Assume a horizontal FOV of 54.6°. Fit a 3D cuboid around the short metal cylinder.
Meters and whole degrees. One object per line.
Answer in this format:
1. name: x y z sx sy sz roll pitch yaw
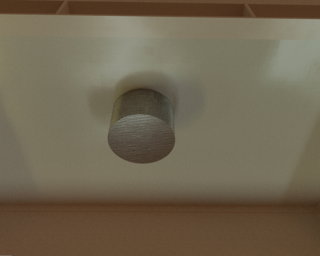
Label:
1. short metal cylinder: -0.022 -0.001 0.389 0.080 0.050 0.080 0 130 0
